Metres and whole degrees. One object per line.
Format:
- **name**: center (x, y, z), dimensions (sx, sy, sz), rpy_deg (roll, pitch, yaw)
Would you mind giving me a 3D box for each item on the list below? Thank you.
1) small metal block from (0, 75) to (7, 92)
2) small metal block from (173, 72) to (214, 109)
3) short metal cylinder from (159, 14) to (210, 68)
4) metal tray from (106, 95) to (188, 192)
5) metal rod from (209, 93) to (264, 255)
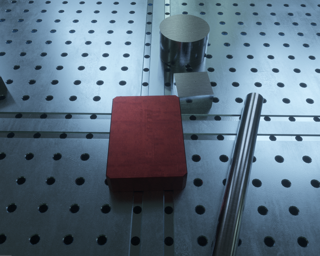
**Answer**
- **small metal block**: center (-0.267, -0.072, 0.465), dimensions (0.050, 0.025, 0.050), rpy_deg (-28, 56, -22)
- **small metal block**: center (0.048, -0.056, 0.455), dimensions (0.050, 0.025, 0.050), rpy_deg (-4, 50, -4)
- **short metal cylinder**: center (0.039, -0.145, 0.514), dimensions (0.081, 0.050, 0.080), rpy_deg (1, 50, 0)
- **metal tray**: center (-0.017, 0.015, 0.392), dimensions (0.091, 0.030, 0.130), rpy_deg (-1, 50, -2)
- **metal rod**: center (0.087, 0.067, 0.352), dimensions (0.025, 0.025, 0.301), rpy_deg (15, 51, 12)
